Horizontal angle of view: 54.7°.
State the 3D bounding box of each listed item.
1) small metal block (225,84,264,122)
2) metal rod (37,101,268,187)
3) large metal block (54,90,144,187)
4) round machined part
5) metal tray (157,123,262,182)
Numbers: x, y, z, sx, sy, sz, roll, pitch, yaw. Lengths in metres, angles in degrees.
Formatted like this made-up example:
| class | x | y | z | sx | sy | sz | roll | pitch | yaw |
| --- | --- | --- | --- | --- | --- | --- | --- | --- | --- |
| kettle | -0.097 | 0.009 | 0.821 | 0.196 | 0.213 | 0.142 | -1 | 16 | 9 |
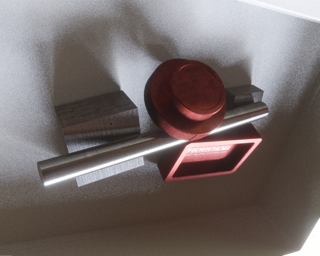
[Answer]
| class | x | y | z | sx | sy | sz | roll | pitch | yaw |
| --- | --- | --- | --- | --- | --- | --- | --- | --- | --- |
| small metal block | 0.119 | -0.033 | 0.453 | 0.050 | 0.025 | 0.050 | -11 | 123 | -23 |
| metal rod | 0.015 | 0.009 | 0.364 | 0.303 | 0.025 | 0.025 | -15 | 125 | -29 |
| large metal block | -0.069 | 0.011 | 0.360 | 0.081 | 0.050 | 0.079 | -17 | 125 | -19 |
| round machined part | 0.035 | -0.038 | 0.354 | 0.099 | 0.098 | 0.042 | -5 | 161 | -27 |
| metal tray | 0.071 | 0.035 | 0.448 | 0.131 | 0.030 | 0.089 | -2 | 139 | -29 |
